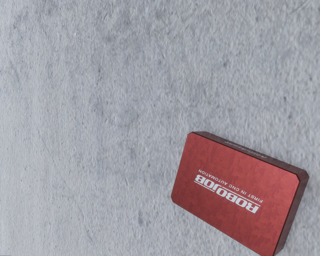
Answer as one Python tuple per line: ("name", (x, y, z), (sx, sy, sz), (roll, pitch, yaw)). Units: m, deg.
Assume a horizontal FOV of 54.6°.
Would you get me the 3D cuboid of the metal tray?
("metal tray", (0.079, 0.065, 0.337), (0.130, 0.030, 0.089), (23, 105, 37))
